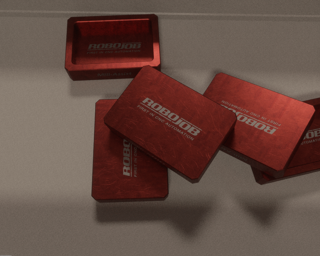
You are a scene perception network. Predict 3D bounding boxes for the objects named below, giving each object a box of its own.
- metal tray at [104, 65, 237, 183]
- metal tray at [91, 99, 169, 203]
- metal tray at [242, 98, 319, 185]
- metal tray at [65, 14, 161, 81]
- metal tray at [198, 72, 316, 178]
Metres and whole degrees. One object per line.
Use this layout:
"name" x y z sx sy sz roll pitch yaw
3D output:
"metal tray" 0.012 -0.007 0.367 0.130 0.030 0.090 32 78 16
"metal tray" -0.037 0.027 0.397 0.091 0.030 0.130 -2 70 -1
"metal tray" 0.178 0.015 0.403 0.131 0.030 0.090 -12 71 -5
"metal tray" -0.066 -0.117 0.448 0.131 0.030 0.090 -3 70 -2
"metal tray" 0.109 -0.008 0.386 0.130 0.030 0.090 27 76 28
